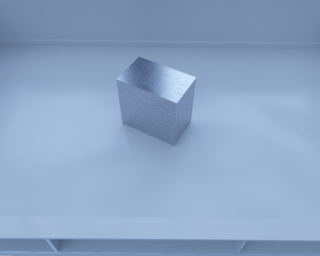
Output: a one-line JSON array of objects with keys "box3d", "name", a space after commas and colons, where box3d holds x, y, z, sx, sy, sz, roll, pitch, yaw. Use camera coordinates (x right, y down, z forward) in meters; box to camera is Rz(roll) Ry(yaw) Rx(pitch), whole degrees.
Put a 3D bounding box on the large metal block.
[{"box3d": [-0.004, -0.033, 0.397, 0.080, 0.080, 0.050, 23, 54, 18], "name": "large metal block"}]
